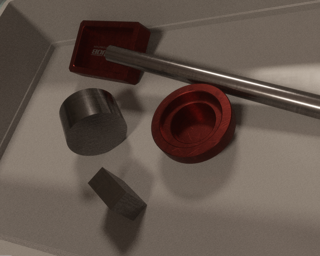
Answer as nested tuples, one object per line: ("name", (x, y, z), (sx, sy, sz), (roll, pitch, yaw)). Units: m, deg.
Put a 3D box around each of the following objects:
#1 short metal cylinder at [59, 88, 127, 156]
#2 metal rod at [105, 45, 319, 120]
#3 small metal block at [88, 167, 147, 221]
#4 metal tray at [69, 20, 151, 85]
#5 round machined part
("short metal cylinder", (-0.091, -0.007, 0.421), (0.080, 0.080, 0.050), (-33, 52, 6))
("metal rod", (0.055, -0.063, 0.388), (0.301, 0.025, 0.025), (20, 72, 26))
("small metal block", (-0.050, 0.078, 0.366), (0.025, 0.050, 0.050), (-49, 52, -6))
("metal tray", (-0.084, -0.124, 0.501), (0.130, 0.030, 0.089), (15, 90, 33))
("round machined part", (0.043, -0.002, 0.373), (0.098, 0.042, 0.098), (-13, 56, 20))
